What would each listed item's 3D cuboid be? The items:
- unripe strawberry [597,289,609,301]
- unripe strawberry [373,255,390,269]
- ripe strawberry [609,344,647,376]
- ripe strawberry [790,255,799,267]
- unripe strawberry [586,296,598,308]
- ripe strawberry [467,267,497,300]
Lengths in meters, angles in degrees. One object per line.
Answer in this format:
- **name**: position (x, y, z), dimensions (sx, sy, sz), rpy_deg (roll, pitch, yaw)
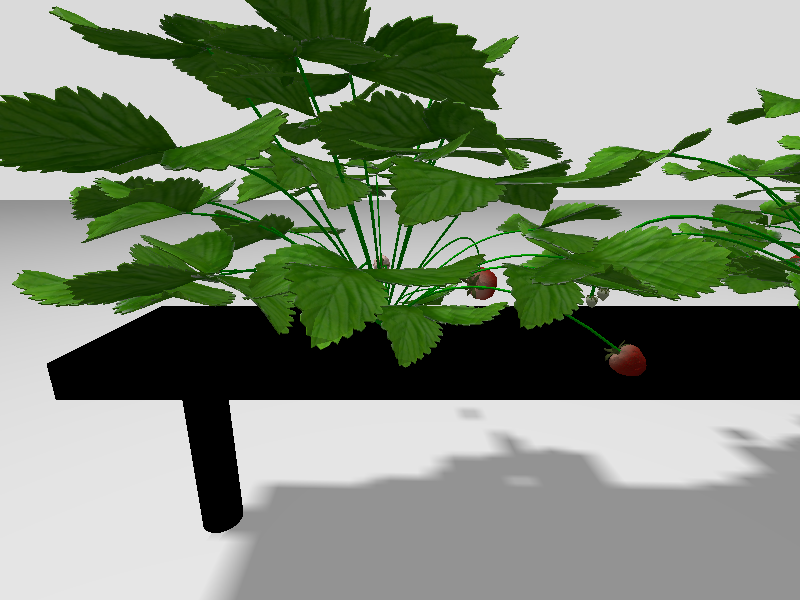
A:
- **unripe strawberry**: position (0.200, -0.005, 0.394), dimensions (0.011, 0.011, 0.010), rpy_deg (2, 16, 7)
- **unripe strawberry**: position (-0.027, -0.053, 0.595), dimensions (0.025, 0.028, 0.027), rpy_deg (-1, 15, -3)
- **ripe strawberry**: position (0.155, 0.042, 0.271), dimensions (0.022, 0.022, 0.020), rpy_deg (44, 32, 14)
- **ripe strawberry**: position (0.544, -0.042, 0.544), dimensions (0.038, 0.040, 0.041), rpy_deg (9, 13, 29)
- **unripe strawberry**: position (0.167, 0.002, 0.350), dimensions (0.010, 0.010, 0.011), rpy_deg (-1, 16, -3)
- **ripe strawberry**: position (0.098, -0.020, 0.465), dimensions (0.039, 0.038, 0.036), rpy_deg (-13, 21, -41)
